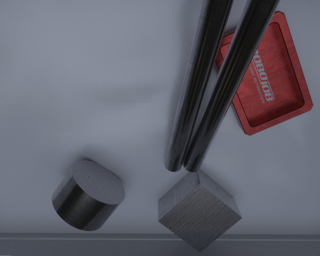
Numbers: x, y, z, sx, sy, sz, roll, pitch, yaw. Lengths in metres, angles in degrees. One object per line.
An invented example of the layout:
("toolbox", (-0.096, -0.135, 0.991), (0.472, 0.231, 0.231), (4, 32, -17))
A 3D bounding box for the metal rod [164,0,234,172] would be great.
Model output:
("metal rod", (0.037, -0.048, 0.323), (0.025, 0.025, 0.298), (7, 138, -3))

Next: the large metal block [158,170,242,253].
("large metal block", (0.054, 0.115, 0.441), (0.080, 0.050, 0.080), (41, 105, -14))

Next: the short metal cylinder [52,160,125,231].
("short metal cylinder", (-0.094, 0.089, 0.413), (0.080, 0.080, 0.050), (34, 106, -12))

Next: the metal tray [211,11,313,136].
("metal tray", (0.124, -0.066, 0.386), (0.090, 0.030, 0.129), (-24, 109, 8))

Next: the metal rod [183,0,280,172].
("metal rod", (0.071, -0.047, 0.324), (0.025, 0.025, 0.298), (10, 137, -4))
